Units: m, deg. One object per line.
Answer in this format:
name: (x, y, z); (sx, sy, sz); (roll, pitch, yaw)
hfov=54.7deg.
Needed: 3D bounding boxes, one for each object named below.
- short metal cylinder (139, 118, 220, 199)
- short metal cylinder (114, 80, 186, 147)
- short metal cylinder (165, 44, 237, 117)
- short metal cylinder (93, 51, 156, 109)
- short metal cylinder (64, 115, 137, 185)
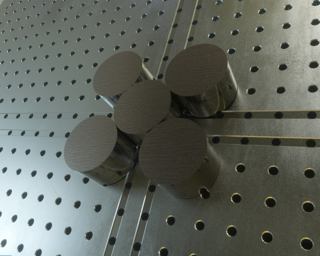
short metal cylinder: (0.023, 0.035, 0.357); (0.080, 0.050, 0.080); (-13, 56, 20)
short metal cylinder: (-0.013, -0.016, 0.407); (0.080, 0.050, 0.080); (-13, 56, 20)
short metal cylinder: (0.053, -0.061, 0.398); (0.080, 0.050, 0.080); (-13, 56, 20)
short metal cylinder: (-0.051, -0.066, 0.457); (0.080, 0.050, 0.080); (-13, 56, 20)
short metal cylinder: (-0.079, 0.030, 0.412); (0.080, 0.050, 0.080); (-13, 56, 20)
